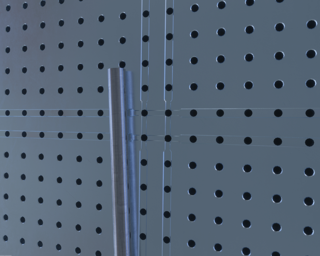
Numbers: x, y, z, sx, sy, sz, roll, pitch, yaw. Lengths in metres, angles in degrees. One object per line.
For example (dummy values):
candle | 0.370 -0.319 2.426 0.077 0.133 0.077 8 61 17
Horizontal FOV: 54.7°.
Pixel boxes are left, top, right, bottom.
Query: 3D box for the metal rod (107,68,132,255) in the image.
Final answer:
metal rod | -0.055 0.067 0.430 0.025 0.025 0.298 -2 89 19
